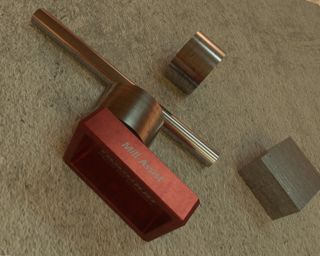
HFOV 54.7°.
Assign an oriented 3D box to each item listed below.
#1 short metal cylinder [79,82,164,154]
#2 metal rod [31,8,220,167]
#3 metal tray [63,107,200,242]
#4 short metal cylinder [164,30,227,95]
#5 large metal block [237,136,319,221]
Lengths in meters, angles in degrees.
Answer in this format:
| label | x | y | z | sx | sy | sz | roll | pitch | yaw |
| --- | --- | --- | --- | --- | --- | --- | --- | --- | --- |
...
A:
| label | x | y | z | sx | sy | sz | roll | pitch | yaw |
| --- | --- | --- | --- | --- | --- | --- | --- | --- | --- |
| short metal cylinder | -0.042 | -0.005 | 0.349 | 0.080 | 0.080 | 0.050 | 34 | 51 | -6 |
| metal rod | -0.044 | -0.052 | 0.411 | 0.300 | 0.025 | 0.025 | 39 | 51 | -2 |
| metal tray | -0.034 | 0.051 | 0.312 | 0.130 | 0.090 | 0.030 | 44 | 51 | 2 |
| short metal cylinder | 0.051 | -0.094 | 0.454 | 0.050 | 0.080 | 0.080 | 41 | 51 | 0 |
| large metal block | 0.172 | 0.070 | 0.438 | 0.081 | 0.050 | 0.080 | -26 | 76 | -37 |
